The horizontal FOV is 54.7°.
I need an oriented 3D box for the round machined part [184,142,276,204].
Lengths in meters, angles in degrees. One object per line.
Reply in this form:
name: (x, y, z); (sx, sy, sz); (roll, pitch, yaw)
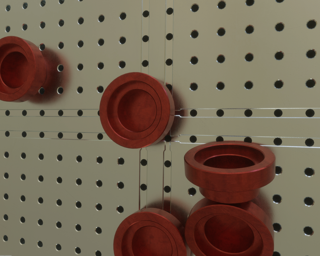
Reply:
round machined part: (0.078, 0.050, 0.349); (0.098, 0.098, 0.042); (1, 106, 19)

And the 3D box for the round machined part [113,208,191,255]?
round machined part: (-0.007, 0.153, 0.405); (0.098, 0.042, 0.097); (0, 90, 19)

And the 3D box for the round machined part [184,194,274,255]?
round machined part: (0.081, 0.118, 0.363); (0.098, 0.042, 0.097); (8, 116, 17)

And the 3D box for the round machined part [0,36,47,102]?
round machined part: (-0.217, -0.088, 0.478); (0.098, 0.042, 0.097); (0, 90, 19)

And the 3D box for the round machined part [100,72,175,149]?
round machined part: (-0.027, -0.022, 0.412); (0.098, 0.042, 0.097); (0, 90, 19)
